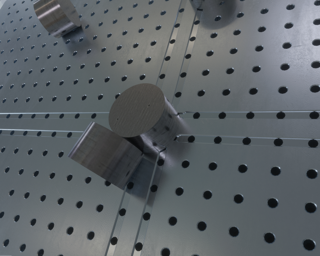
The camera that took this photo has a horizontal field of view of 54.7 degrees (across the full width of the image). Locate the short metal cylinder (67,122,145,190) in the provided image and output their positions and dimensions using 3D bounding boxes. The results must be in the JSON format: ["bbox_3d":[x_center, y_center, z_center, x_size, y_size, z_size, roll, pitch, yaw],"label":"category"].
[{"bbox_3d":[-0.067,0.035,0.387,0.080,0.080,0.050,22,74,36],"label":"short metal cylinder"}]

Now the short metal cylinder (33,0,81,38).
[{"bbox_3d":[-0.204,-0.228,0.620,0.050,0.080,0.080,-25,53,13],"label":"short metal cylinder"}]

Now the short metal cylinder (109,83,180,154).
[{"bbox_3d":[-0.020,-0.012,0.410,0.080,0.050,0.080,-13,56,21],"label":"short metal cylinder"}]

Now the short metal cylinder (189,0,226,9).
[{"bbox_3d":[0.076,-0.241,0.500,0.080,0.050,0.080,-13,56,21],"label":"short metal cylinder"}]
